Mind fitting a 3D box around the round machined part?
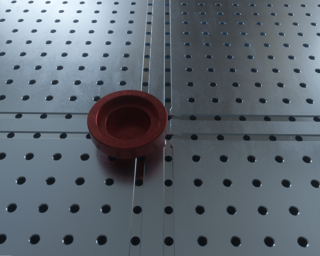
[{"bbox_3d":[-0.040,-0.001,0.397,0.099,0.042,0.098,0,50,0],"label":"round machined part"}]
